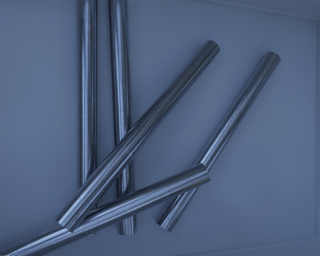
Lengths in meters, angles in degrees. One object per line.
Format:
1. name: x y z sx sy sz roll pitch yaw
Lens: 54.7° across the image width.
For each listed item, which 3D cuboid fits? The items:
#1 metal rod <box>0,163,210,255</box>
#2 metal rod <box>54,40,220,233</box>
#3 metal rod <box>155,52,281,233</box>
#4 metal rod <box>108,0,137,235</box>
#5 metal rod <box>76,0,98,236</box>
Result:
1. metal rod: -0.083 0.109 0.352 0.302 0.025 0.025 -22 98 -10
2. metal rod: -0.014 -0.005 0.382 0.025 0.025 0.301 45 68 -15
3. metal rod: 0.088 0.012 0.442 0.025 0.025 0.300 39 78 -16
4. metal rod: -0.048 -0.017 0.392 0.025 0.025 0.298 -3 91 -20
5. metal rod: -0.089 -0.022 0.377 0.025 0.025 0.298 0 90 -20
